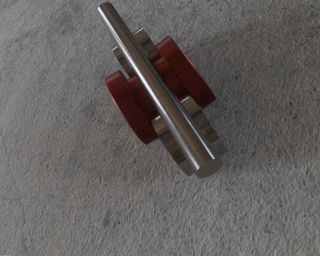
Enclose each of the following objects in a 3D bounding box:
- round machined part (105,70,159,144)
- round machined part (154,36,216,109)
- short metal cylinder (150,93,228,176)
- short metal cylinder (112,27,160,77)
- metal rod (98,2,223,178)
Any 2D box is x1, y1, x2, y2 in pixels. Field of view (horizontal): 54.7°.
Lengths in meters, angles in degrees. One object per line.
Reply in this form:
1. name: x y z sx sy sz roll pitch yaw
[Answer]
1. round machined part: -0.024 -0.031 0.387 0.042 0.098 0.098 -32 52 3
2. round machined part: 0.024 -0.062 0.383 0.042 0.098 0.098 -37 51 9
3. short metal cylinder: 0.032 0.007 0.347 0.050 0.080 0.080 -34 52 6
4. short metal cylinder: -0.024 -0.094 0.438 0.050 0.080 0.080 -34 52 6
5. metal rod: -0.018 -0.067 0.353 0.025 0.025 0.300 -34 52 5
